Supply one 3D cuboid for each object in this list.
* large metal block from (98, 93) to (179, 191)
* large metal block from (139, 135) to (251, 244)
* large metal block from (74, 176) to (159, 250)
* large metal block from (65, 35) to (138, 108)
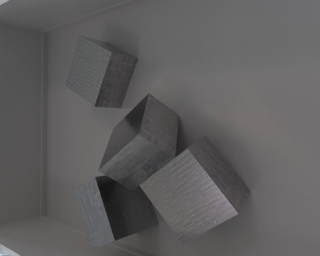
[{"bbox_3d":[-0.024,0.017,0.384,0.080,0.050,0.080,-41,24,32],"label":"large metal block"},{"bbox_3d":[0.038,0.068,0.345,0.080,0.050,0.080,-42,82,32],"label":"large metal block"},{"bbox_3d":[-0.058,0.108,0.419,0.050,0.081,0.080,-34,69,35],"label":"large metal block"},{"bbox_3d":[-0.089,-0.083,0.464,0.080,0.050,0.079,34,111,35],"label":"large metal block"}]
